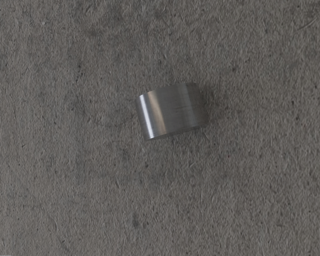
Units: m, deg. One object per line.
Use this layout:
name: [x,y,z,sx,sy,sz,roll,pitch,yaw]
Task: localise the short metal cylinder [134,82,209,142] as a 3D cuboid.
short metal cylinder: [0.014,-0.018,0.375,0.080,0.080,0.050,-16,85,19]
